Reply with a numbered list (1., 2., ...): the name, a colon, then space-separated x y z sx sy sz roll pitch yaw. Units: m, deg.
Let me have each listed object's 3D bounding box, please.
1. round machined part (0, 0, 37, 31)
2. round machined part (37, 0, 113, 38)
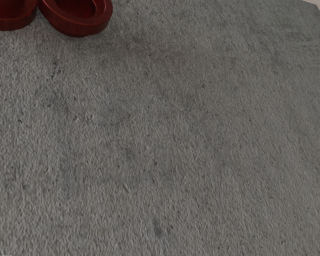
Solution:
1. round machined part: -0.205 -0.173 0.388 0.099 0.042 0.098 14 56 -21
2. round machined part: -0.119 -0.165 0.430 0.099 0.042 0.098 14 56 -22
